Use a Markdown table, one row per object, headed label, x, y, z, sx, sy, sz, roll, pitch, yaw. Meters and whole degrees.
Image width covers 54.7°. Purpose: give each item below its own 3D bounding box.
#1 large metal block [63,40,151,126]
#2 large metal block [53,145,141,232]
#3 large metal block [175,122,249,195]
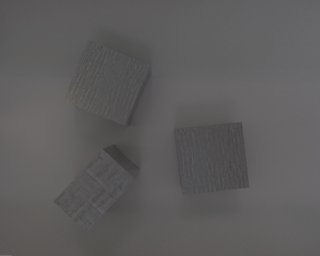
| label | x | y | z | sx | sy | sz | roll | pitch | yaw |
| --- | --- | --- | --- | --- | --- | --- | --- | --- | --- |
| large metal block | -0.064 | -0.054 | 0.398 | 0.080 | 0.050 | 0.080 | 22 | 90 | 0 |
| large metal block | -0.072 | 0.069 | 0.383 | 0.050 | 0.080 | 0.080 | 43 | 90 | 0 |
| large metal block | 0.064 | 0.037 | 0.399 | 0.080 | 0.050 | 0.080 | -7 | 90 | 0 |
